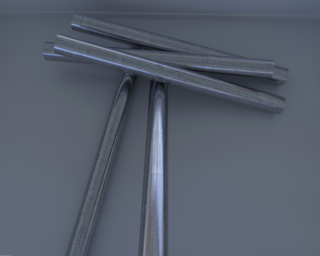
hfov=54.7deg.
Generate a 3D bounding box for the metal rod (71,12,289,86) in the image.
[{"bbox_3d":[0.030,-0.109,0.430,0.302,0.025,0.025,14,71,-3],"label":"metal rod"}]

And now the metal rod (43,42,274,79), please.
[{"bbox_3d":[-0.004,-0.091,0.414,0.302,0.025,0.025,5,70,2],"label":"metal rod"}]

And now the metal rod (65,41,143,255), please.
[{"bbox_3d":[-0.064,0.014,0.403,0.025,0.025,0.299,12,70,4],"label":"metal rod"}]

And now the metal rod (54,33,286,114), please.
[{"bbox_3d":[0.020,-0.066,0.399,0.302,0.025,0.025,14,70,-10],"label":"metal rod"}]

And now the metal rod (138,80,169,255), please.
[{"bbox_3d":[-0.003,0.026,0.335,0.025,0.025,0.300,1,45,0],"label":"metal rod"}]
